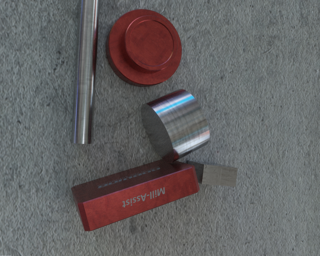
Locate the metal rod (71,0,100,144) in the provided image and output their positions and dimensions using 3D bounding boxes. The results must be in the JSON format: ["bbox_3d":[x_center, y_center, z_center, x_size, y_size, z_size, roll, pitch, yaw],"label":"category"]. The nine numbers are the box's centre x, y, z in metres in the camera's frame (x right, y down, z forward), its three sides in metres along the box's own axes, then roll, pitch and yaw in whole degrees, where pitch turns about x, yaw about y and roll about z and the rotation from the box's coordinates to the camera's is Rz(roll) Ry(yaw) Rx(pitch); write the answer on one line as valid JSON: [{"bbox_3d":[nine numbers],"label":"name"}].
[{"bbox_3d":[-0.087,-0.130,0.377,0.025,0.025,0.298,3,89,-20],"label":"metal rod"}]

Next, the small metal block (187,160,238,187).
[{"bbox_3d":[0.069,0.061,0.423,0.050,0.050,0.025,8,87,-20],"label":"small metal block"}]

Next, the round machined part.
[{"bbox_3d":[-0.016,-0.103,0.395,0.099,0.042,0.097,0,90,-21],"label":"round machined part"}]

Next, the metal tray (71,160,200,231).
[{"bbox_3d":[-0.032,0.072,0.363,0.131,0.090,0.030,-15,96,-20],"label":"metal tray"}]

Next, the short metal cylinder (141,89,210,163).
[{"bbox_3d":[0.017,-0.003,0.387,0.050,0.080,0.080,-25,99,-19],"label":"short metal cylinder"}]
